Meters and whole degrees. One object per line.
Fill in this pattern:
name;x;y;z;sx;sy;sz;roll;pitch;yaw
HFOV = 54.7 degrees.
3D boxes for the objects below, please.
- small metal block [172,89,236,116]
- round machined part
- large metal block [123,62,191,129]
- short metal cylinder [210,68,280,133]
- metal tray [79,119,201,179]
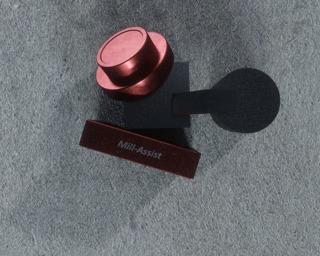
small metal block;0.051;-0.029;0.353;0.050;0.050;0.025;-6;94;-41
round machined part;-0.036;-0.083;0.374;0.098;0.098;0.042;-36;134;0
large metal block;-0.004;-0.040;0.400;0.081;0.050;0.080;-1;90;0
short metal cylinder;0.106;-0.033;0.400;0.081;0.050;0.080;0;90;0
metal tray;-0.022;0.023;0.378;0.131;0.090;0.030;17;90;0
